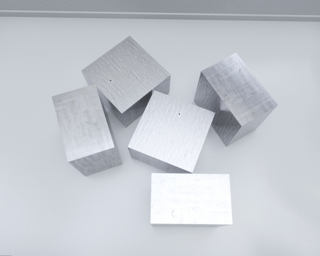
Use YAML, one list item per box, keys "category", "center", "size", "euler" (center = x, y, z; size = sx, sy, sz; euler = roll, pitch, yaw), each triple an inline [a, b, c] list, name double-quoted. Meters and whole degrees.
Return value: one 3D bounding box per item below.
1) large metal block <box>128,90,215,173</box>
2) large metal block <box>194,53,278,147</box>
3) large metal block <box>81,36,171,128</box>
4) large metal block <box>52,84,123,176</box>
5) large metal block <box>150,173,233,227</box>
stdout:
- category: "large metal block"
  center: [0.015, 0.010, 0.391]
  size: [0.080, 0.050, 0.080]
  euler: [21, 71, 7]
- category: "large metal block"
  center: [0.090, -0.033, 0.391]
  size: [0.050, 0.080, 0.080]
  euler: [-30, 73, -10]
- category: "large metal block"
  center: [-0.043, -0.062, 0.417]
  size: [0.080, 0.050, 0.080]
  euler: [-40, 75, -14]
- category: "large metal block"
  center: [-0.085, 0.006, 0.376]
  size: [0.050, 0.080, 0.080]
  euler: [-18, 71, -7]
- category: "large metal block"
  center: [0.031, 0.084, 0.349]
  size: [0.081, 0.080, 0.050]
  euler: [1, 70, 0]
